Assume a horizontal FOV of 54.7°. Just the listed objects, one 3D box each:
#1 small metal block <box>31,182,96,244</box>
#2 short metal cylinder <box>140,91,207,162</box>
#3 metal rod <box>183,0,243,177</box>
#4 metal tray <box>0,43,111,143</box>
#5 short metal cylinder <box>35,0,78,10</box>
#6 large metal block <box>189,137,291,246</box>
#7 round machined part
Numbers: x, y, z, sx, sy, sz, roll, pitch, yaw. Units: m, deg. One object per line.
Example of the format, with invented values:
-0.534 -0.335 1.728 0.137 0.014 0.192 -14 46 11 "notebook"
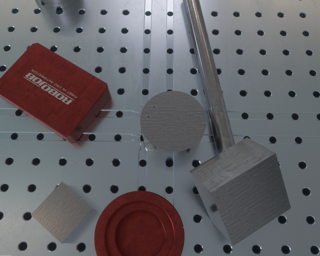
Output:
-0.115 0.102 0.374 0.050 0.025 0.050 37 74 12 "small metal block"
0.016 -0.001 0.399 0.081 0.050 0.080 0 70 0 "short metal cylinder"
0.069 -0.075 0.439 0.025 0.025 0.299 -8 70 -3 "metal rod"
-0.146 -0.050 0.426 0.130 0.030 0.090 31 73 10 "metal tray"
-0.167 -0.233 0.482 0.081 0.050 0.080 0 70 0 "short metal cylinder"
0.091 0.070 0.352 0.080 0.050 0.080 -29 115 -10 "large metal block"
-0.022 0.124 0.357 0.099 0.042 0.098 0 70 0 "round machined part"
